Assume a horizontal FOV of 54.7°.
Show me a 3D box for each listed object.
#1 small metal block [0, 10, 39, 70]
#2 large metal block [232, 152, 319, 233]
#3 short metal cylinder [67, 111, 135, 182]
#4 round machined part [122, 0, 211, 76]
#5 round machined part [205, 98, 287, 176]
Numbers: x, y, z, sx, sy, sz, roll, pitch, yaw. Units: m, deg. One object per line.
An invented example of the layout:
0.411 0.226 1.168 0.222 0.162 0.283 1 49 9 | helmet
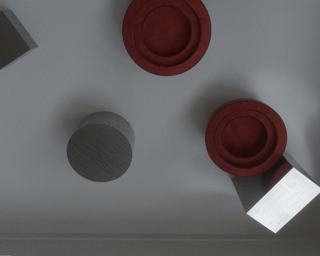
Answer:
-0.186 -0.104 0.370 0.050 0.025 0.050 -30 108 10 | small metal block
0.150 0.075 0.412 0.050 0.080 0.080 36 106 -13 | large metal block
-0.075 0.024 0.406 0.081 0.050 0.079 0 110 -1 | short metal cylinder
0.007 -0.113 0.361 0.099 0.042 0.097 0 110 -1 | round machined part
0.108 0.010 0.401 0.099 0.042 0.097 2 104 7 | round machined part
